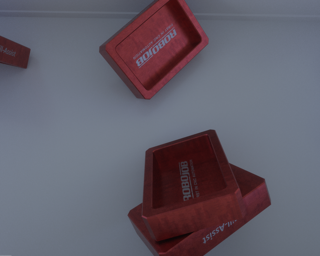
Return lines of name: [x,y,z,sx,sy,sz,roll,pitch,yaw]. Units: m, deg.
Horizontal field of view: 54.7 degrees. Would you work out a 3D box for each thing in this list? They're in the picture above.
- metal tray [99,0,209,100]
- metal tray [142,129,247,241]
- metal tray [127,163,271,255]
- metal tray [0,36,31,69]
metal tray: [-0.005,-0.113,0.421,0.130,0.030,0.090,-45,115,-14]
metal tray: [0.030,0.053,0.333,0.090,0.130,0.030,-18,114,7]
metal tray: [0.040,0.087,0.336,0.131,0.090,0.030,-29,112,-19]
metal tray: [-0.237,-0.107,0.389,0.090,0.130,0.030,13,93,3]
